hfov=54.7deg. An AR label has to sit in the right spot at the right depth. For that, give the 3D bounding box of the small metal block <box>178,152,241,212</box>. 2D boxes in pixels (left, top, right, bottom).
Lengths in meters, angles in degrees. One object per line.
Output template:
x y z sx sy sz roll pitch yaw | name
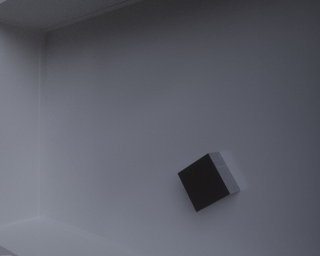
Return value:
0.056 0.062 0.359 0.050 0.025 0.050 -39 66 32 | small metal block
